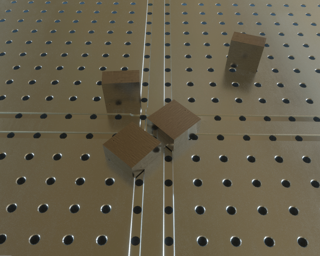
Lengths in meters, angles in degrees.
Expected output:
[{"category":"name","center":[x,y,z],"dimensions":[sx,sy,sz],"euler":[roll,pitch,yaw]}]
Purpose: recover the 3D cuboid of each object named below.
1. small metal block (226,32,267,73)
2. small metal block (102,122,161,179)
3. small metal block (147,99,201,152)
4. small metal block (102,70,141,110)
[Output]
[{"category":"small metal block","center":[0.137,-0.121,0.495],"dimensions":[0.050,0.050,0.025],"euler":[16,52,12]},{"category":"small metal block","center":[-0.034,0.027,0.385],"dimensions":[0.050,0.025,0.050],"euler":[35,58,25]},{"category":"small metal block","center":[0.018,-0.004,0.412],"dimensions":[0.050,0.025,0.050],"euler":[-36,59,-27]},{"category":"small metal block","center":[-0.053,-0.053,0.435],"dimensions":[0.050,0.050,0.025],"euler":[-3,50,-3]}]
